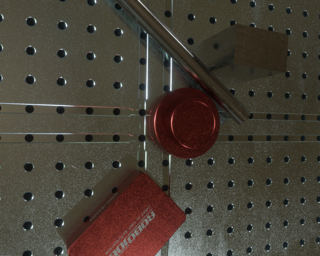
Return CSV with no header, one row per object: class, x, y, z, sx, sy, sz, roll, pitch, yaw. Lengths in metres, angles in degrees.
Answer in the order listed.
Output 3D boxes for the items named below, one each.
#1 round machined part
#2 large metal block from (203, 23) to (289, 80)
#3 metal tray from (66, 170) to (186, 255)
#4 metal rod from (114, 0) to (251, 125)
round machined part,0.039,-0.007,0.419,0.099,0.042,0.097,0,90,-20
large metal block,0.115,-0.100,0.427,0.081,0.080,0.050,4,89,-21
metal tray,-0.041,0.130,0.396,0.130,0.030,0.090,-46,105,-15
metal rod,0.012,-0.114,0.411,0.300,0.025,0.025,43,76,-13
